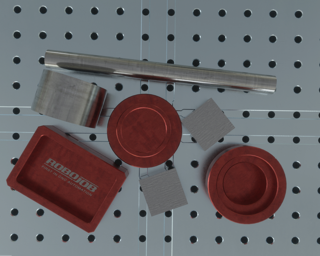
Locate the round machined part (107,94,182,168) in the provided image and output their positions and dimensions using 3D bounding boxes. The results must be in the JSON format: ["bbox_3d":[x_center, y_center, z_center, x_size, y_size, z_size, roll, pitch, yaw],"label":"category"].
[{"bbox_3d":[-0.020,0.003,0.404,0.099,0.042,0.097,0,87,0],"label":"round machined part"}]

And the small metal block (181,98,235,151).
[{"bbox_3d":[0.062,-0.005,0.414,0.050,0.025,0.050,-38,90,0],"label":"small metal block"}]

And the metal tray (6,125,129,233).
[{"bbox_3d":[-0.120,0.065,0.409,0.130,0.030,0.090,31,90,0],"label":"metal tray"}]

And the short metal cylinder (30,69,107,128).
[{"bbox_3d":[-0.111,-0.035,0.385,0.080,0.080,0.050,18,90,0],"label":"short metal cylinder"}]

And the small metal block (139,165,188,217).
[{"bbox_3d":[0.005,0.083,0.413,0.050,0.025,0.050,-19,90,0],"label":"small metal block"}]

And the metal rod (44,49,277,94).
[{"bbox_3d":[0.001,-0.075,0.413,0.302,0.025,0.025,7,90,0],"label":"metal rod"}]

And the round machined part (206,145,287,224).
[{"bbox_3d":[0.109,0.071,0.406,0.099,0.042,0.097,0,90,0],"label":"round machined part"}]
